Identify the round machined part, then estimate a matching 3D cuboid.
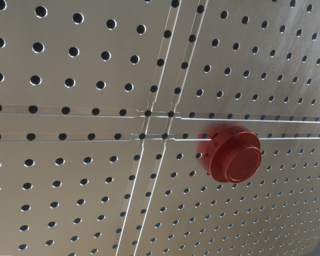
[{"bbox_3d":[0.122,0.049,0.496,0.099,0.042,0.097,-14,124,-21],"label":"round machined part"}]
